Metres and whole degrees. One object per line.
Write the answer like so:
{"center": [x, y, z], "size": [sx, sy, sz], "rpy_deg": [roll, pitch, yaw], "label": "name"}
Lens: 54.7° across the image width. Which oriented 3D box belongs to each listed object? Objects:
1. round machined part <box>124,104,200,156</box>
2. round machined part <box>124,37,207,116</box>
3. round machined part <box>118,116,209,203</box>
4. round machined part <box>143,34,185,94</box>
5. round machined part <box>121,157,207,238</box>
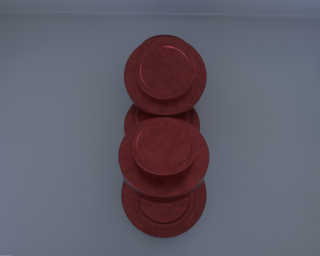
{"center": [0.003, -0.004, 0.401], "size": [0.099, 0.042, 0.098], "rpy_deg": [0, 69, 0], "label": "round machined part"}
{"center": [0.006, -0.062, 0.367], "size": [0.099, 0.042, 0.097], "rpy_deg": [0, 82, 0], "label": "round machined part"}
{"center": [0.004, 0.027, 0.335], "size": [0.099, 0.042, 0.098], "rpy_deg": [0, 59, 0], "label": "round machined part"}
{"center": [0.006, -0.089, 0.420], "size": [0.099, 0.042, 0.098], "rpy_deg": [0, 54, 0], "label": "round machined part"}
{"center": [0.004, 0.077, 0.356], "size": [0.099, 0.042, 0.097], "rpy_deg": [0, 85, 0], "label": "round machined part"}
